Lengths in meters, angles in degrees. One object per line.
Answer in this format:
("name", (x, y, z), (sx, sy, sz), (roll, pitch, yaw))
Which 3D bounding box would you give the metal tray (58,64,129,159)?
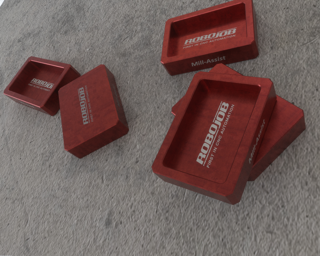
("metal tray", (-0.105, -0.028, 0.473), (0.090, 0.030, 0.130), (-28, 52, 10))

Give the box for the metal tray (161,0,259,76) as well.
("metal tray", (0.070, -0.130, 0.443), (0.130, 0.030, 0.090), (-8, 58, 24))

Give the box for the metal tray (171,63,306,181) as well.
("metal tray", (0.086, -0.012, 0.363), (0.090, 0.030, 0.130), (-44, 51, -3))

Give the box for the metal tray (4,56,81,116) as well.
("metal tray", (-0.216, -0.079, 0.562), (0.130, 0.030, 0.090), (18, 71, 35))

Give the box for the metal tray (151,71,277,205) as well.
("metal tray", (0.058, 0.004, 0.328), (0.090, 0.030, 0.130), (13, 68, 33))
